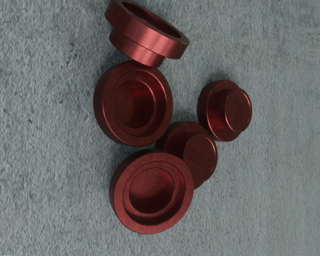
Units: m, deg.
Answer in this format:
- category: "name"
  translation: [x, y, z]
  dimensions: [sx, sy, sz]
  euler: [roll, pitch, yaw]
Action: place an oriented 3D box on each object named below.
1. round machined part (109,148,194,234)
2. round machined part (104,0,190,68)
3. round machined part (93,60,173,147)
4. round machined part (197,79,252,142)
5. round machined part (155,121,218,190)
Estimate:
- category: "round machined part"
  translation: [-0.013, 0.072, 0.370]
  dimensions: [0.099, 0.042, 0.097]
  euler: [-4, 100, -22]
- category: "round machined part"
  translation: [-0.019, -0.105, 0.354]
  dimensions: [0.099, 0.098, 0.042]
  euler: [11, 123, -39]
- category: "round machined part"
  translation: [-0.035, -0.028, 0.364]
  dimensions: [0.099, 0.042, 0.097]
  euler: [0, 90, -40]
- category: "round machined part"
  translation: [0.107, -0.027, 0.483]
  dimensions: [0.099, 0.042, 0.097]
  euler: [0, 90, -40]
- category: "round machined part"
  translation: [0.042, 0.039, 0.429]
  dimensions: [0.099, 0.042, 0.097]
  euler: [0, 90, -40]
